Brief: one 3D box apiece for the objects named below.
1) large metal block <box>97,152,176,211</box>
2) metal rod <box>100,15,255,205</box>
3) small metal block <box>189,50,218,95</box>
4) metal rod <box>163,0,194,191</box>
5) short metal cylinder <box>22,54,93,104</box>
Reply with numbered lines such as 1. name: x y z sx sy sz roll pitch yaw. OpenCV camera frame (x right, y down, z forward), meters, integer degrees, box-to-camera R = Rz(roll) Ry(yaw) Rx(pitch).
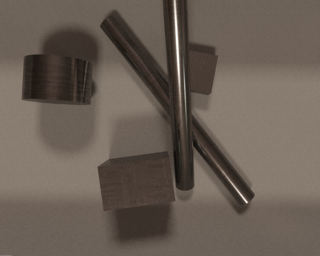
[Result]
1. large metal block: -0.026 0.062 0.384 0.081 0.080 0.050 -8 90 0
2. metal rod: 0.023 -0.023 0.411 0.025 0.025 0.300 -38 91 0
3. small metal block: 0.046 -0.074 0.412 0.050 0.025 0.050 11 90 -1
4. metal rod: 0.022 -0.058 0.350 0.025 0.025 0.298 -5 115 0
5. short metal cylinder: -0.125 -0.057 0.382 0.081 0.080 0.050 3 90 -1
